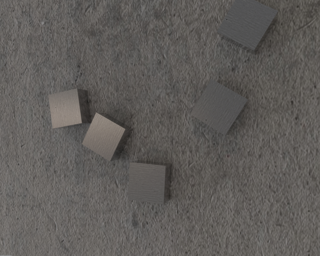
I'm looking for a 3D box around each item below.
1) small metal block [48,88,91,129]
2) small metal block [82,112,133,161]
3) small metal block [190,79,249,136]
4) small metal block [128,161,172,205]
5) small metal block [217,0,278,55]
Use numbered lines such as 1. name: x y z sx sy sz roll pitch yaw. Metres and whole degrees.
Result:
1. small metal block: -0.132 -0.028 0.456 0.050 0.025 0.050 -10 87 19
2. small metal block: -0.074 0.012 0.435 0.050 0.025 0.050 29 99 17
3. small metal block: 0.074 -0.025 0.383 0.050 0.025 0.050 33 101 17
4. small metal block: -0.013 0.071 0.414 0.050 0.025 0.050 3 91 20
5. small metal block: 0.105 -0.124 0.372 0.050 0.025 0.050 33 101 17
